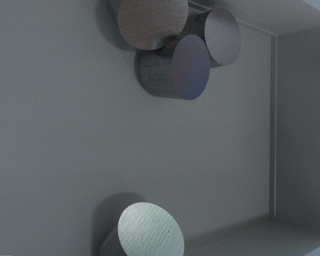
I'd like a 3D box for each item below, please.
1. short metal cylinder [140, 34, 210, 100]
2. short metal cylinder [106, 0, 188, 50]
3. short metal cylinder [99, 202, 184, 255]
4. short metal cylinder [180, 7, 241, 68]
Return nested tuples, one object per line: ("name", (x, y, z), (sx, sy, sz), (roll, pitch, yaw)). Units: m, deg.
("short metal cylinder", (0.021, -0.077, 0.397), (0.081, 0.050, 0.079), (-14, 108, -47))
("short metal cylinder", (-0.015, -0.136, 0.350), (0.081, 0.050, 0.080), (-15, 137, -14))
("short metal cylinder", (-0.020, 0.132, 0.347), (0.080, 0.050, 0.080), (23, 36, -18))
("short metal cylinder", (0.073, -0.127, 0.451), (0.081, 0.050, 0.080), (0, 90, -40))
